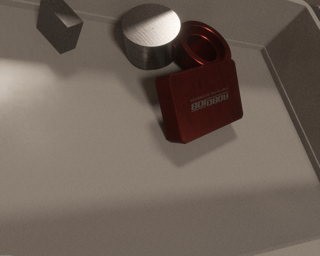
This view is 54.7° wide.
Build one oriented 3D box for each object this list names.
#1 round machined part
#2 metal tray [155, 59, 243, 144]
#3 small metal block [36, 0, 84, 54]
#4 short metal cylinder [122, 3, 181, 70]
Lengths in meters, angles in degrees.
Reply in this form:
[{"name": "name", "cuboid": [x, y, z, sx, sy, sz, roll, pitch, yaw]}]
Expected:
[{"name": "round machined part", "cuboid": [0.064, -0.124, 0.507, 0.099, 0.042, 0.098, 14, 56, -21]}, {"name": "metal tray", "cuboid": [0.060, -0.040, 0.433, 0.131, 0.030, 0.089, -21, 105, -36]}, {"name": "small metal block", "cuboid": [-0.131, -0.134, 0.401, 0.050, 0.050, 0.025, 48, 51, 4]}, {"name": "short metal cylinder", "cuboid": [-0.012, -0.131, 0.446, 0.081, 0.050, 0.080, 1, 63, -1]}]
